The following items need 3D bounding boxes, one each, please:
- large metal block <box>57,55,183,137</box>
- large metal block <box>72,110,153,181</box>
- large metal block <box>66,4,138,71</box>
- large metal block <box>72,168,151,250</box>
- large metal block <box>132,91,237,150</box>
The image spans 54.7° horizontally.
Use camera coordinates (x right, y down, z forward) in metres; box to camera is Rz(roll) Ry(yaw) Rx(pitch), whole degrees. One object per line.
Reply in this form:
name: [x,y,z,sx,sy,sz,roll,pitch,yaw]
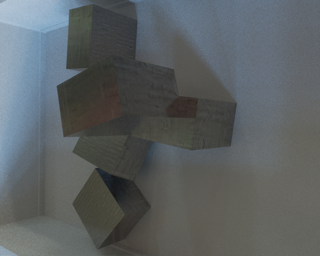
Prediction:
large metal block: [-0.038,-0.025,0.296,0.080,0.081,0.050,-17,80,38]
large metal block: [-0.060,0.016,0.423,0.080,0.050,0.080,21,84,37]
large metal block: [-0.080,-0.118,0.435,0.050,0.081,0.079,7,94,39]
large metal block: [-0.072,0.112,0.448,0.080,0.050,0.080,50,119,27]
large metal block: [0.028,-0.010,0.347,0.080,0.081,0.050,12,97,39]
